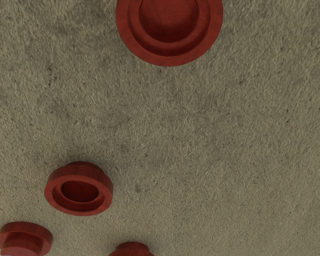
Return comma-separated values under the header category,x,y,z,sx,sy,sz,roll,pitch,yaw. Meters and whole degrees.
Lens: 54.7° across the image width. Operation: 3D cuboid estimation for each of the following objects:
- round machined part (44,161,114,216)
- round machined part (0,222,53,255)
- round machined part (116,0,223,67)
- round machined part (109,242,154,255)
category,x,y,z,sx,sy,sz,roll,pitch,yaw
round machined part,-0.120,0.088,0.470,0.099,0.042,0.097,0,130,0
round machined part,-0.257,0.221,0.582,0.099,0.042,0.097,0,130,0
round machined part,0.009,-0.113,0.300,0.099,0.042,0.097,0,130,0
round machined part,-0.056,0.264,0.620,0.099,0.042,0.097,0,130,0
